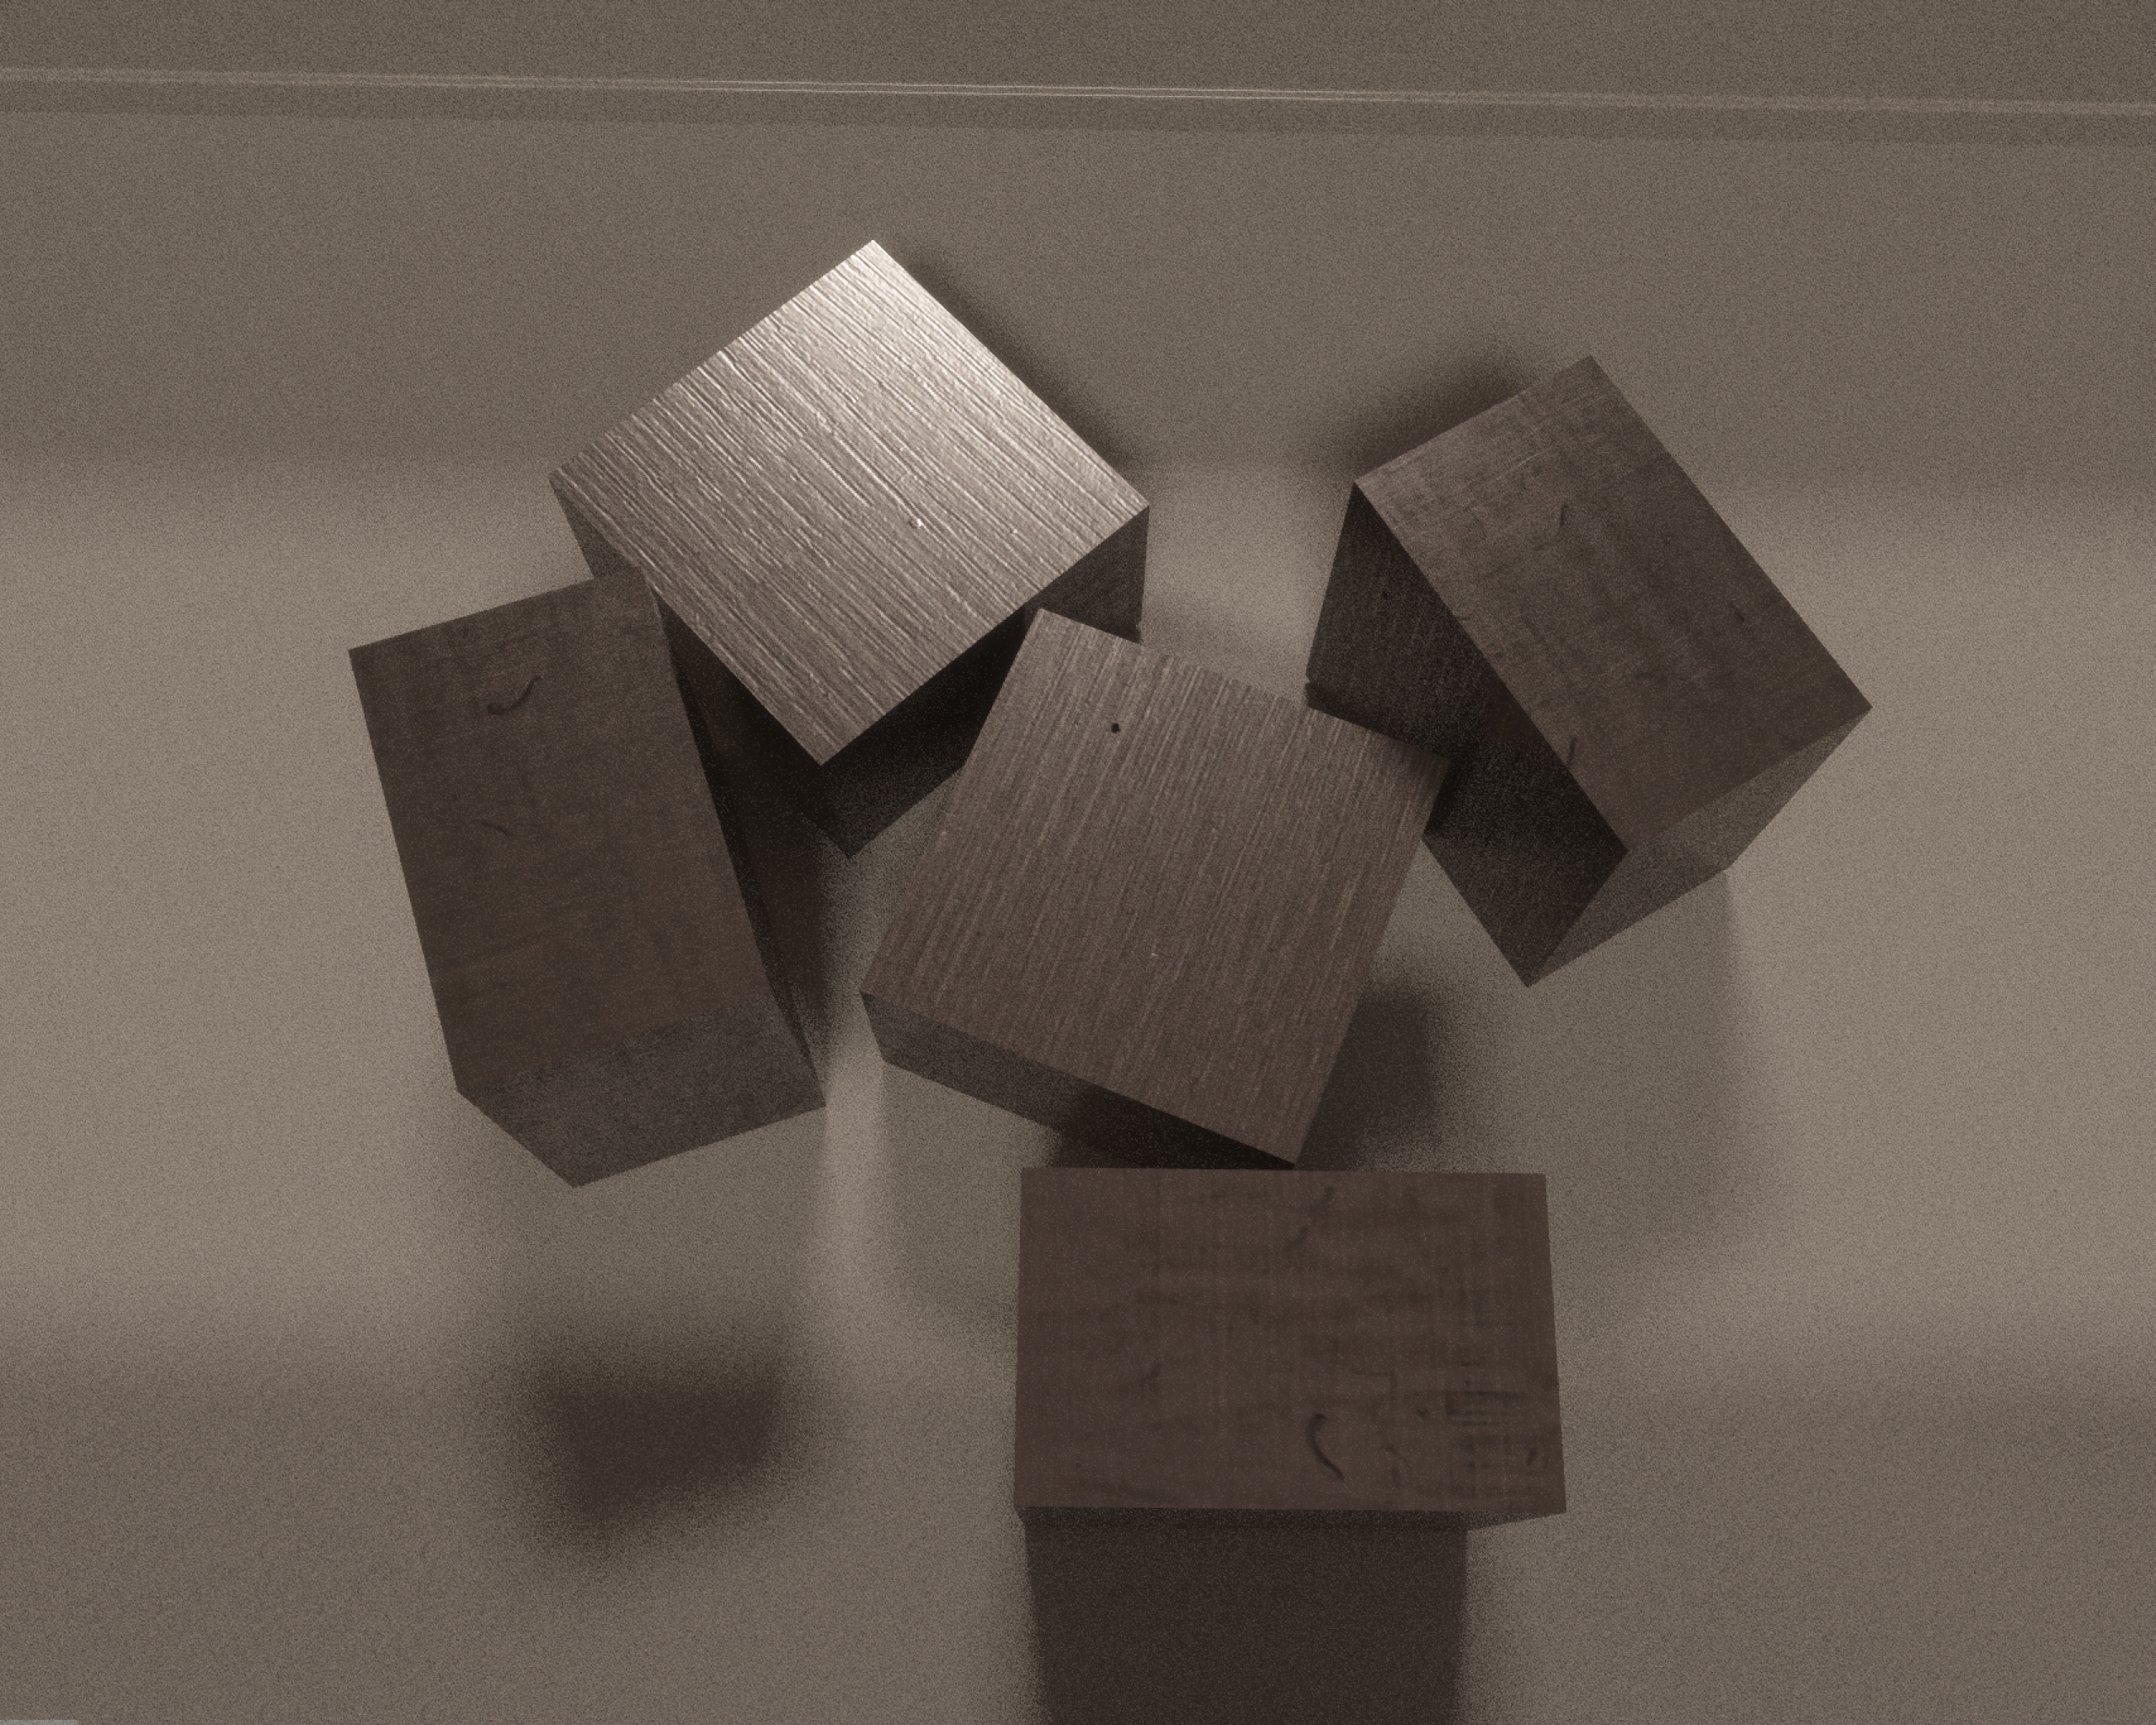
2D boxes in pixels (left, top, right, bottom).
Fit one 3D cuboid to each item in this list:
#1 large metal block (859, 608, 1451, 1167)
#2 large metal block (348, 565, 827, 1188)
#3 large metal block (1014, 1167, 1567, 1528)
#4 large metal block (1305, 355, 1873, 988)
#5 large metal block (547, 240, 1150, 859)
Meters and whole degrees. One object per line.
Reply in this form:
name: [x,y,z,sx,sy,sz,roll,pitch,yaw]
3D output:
large metal block: [0.015,0.010,0.391,0.080,0.050,0.080,21,71,7]
large metal block: [-0.085,0.006,0.376,0.050,0.080,0.080,-18,71,-7]
large metal block: [0.031,0.084,0.349,0.081,0.080,0.050,1,70,0]
large metal block: [0.090,-0.033,0.391,0.050,0.080,0.080,-30,73,-10]
large metal block: [-0.043,-0.062,0.417,0.080,0.050,0.080,-40,75,-14]
